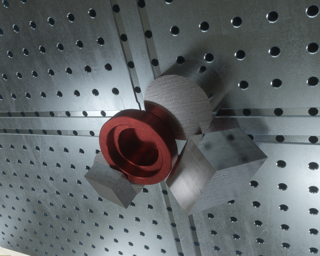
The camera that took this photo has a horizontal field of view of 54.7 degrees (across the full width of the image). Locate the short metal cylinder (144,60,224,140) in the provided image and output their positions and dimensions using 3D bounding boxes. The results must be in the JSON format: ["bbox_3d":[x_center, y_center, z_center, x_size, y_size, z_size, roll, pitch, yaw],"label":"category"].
[{"bbox_3d":[0.029,-0.033,0.360,0.080,0.050,0.079,13,124,21],"label":"short metal cylinder"}]

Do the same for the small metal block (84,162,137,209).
[{"bbox_3d":[-0.065,0.076,0.412,0.050,0.025,0.050,15,145,34],"label":"small metal block"}]

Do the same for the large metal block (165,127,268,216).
[{"bbox_3d":[0.064,0.050,0.364,0.050,0.081,0.079,55,138,34],"label":"large metal block"}]

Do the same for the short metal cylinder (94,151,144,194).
[{"bbox_3d":[-0.049,0.053,0.453,0.080,0.050,0.079,13,124,21],"label":"short metal cylinder"}]

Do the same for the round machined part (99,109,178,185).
[{"bbox_3d":[-0.023,0.020,0.386,0.098,0.042,0.097,13,124,21],"label":"round machined part"}]
